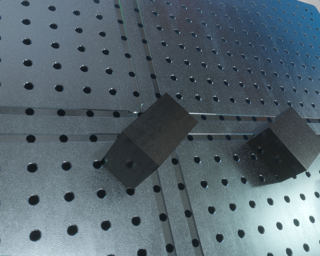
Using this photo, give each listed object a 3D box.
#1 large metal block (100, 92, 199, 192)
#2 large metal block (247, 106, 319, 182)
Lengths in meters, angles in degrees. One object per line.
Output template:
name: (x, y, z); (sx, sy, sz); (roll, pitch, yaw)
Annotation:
large metal block: (-0.013, 0.017, 0.357); (0.050, 0.080, 0.080); (44, 51, 1)
large metal block: (0.199, 0.024, 0.488); (0.081, 0.050, 0.080); (-33, 81, -38)
